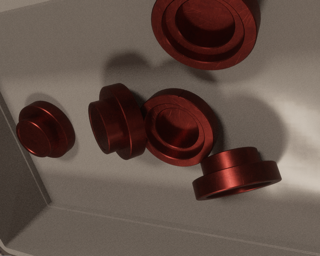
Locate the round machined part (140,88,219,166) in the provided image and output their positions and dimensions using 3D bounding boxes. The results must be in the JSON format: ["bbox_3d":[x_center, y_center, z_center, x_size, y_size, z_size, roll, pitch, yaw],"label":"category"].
[{"bbox_3d":[0.024,-0.004,0.381,0.098,0.042,0.097,13,124,20],"label":"round machined part"}]

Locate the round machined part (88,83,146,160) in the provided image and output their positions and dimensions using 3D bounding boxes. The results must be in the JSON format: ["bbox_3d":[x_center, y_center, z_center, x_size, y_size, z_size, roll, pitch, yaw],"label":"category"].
[{"bbox_3d":[-0.059,-0.005,0.394,0.098,0.042,0.097,43,143,45],"label":"round machined part"}]

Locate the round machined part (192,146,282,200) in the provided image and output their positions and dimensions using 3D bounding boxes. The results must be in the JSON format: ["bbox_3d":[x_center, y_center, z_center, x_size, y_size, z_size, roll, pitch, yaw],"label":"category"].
[{"bbox_3d":[0.085,0.052,0.361,0.098,0.099,0.042,-27,66,37],"label":"round machined part"}]

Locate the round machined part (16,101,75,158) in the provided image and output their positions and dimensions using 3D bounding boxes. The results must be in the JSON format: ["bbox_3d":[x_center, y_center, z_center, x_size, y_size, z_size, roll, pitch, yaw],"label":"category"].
[{"bbox_3d":[-0.191,0.009,0.501,0.098,0.042,0.097,13,124,20],"label":"round machined part"}]

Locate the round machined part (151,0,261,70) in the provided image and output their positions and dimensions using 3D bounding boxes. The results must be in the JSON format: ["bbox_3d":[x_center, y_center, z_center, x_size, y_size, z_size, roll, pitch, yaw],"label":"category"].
[{"bbox_3d":[0.045,-0.105,0.293,0.098,0.042,0.098,15,149,10],"label":"round machined part"}]
